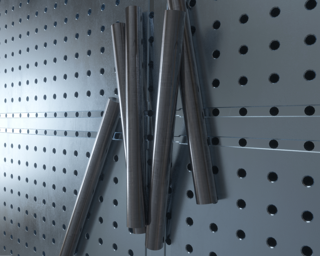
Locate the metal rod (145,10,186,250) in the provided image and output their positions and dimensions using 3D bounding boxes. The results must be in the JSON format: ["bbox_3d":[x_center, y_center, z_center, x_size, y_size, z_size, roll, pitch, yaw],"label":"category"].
[{"bbox_3d":[0.005,0.012,0.385,0.025,0.025,0.298,15,106,39],"label":"metal rod"}]

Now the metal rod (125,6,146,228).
[{"bbox_3d":[-0.034,-0.020,0.423,0.025,0.025,0.299,-7,81,40],"label":"metal rod"}]

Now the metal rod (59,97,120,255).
[{"bbox_3d":[-0.115,0.092,0.506,0.025,0.025,0.298,33,110,35],"label":"metal rod"}]

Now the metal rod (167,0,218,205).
[{"bbox_3d":[0.035,-0.059,0.381,0.025,0.025,0.299,-13,82,39],"label":"metal rod"}]

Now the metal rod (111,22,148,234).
[{"bbox_3d":[-0.043,-0.004,0.445,0.025,0.025,0.299,-11,83,39],"label":"metal rod"}]
